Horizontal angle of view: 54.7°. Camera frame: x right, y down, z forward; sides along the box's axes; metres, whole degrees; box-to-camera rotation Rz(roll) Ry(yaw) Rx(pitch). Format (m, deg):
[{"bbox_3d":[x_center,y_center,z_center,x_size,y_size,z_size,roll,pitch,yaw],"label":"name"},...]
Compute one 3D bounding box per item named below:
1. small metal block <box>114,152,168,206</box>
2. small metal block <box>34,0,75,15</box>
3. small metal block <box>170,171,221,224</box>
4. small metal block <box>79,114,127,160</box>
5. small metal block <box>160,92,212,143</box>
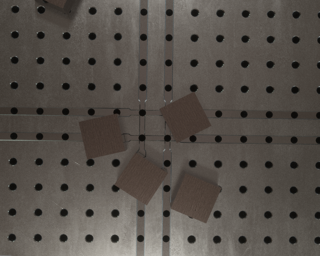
[{"bbox_3d":[-0.024,0.066,0.413,0.050,0.025,0.050,33,90,-1],"label":"small metal block"},{"bbox_3d":[-0.138,-0.187,0.411,0.050,0.025,0.050,24,90,-1],"label":"small metal block"},{"bbox_3d":[0.047,0.091,0.414,0.050,0.025,0.050,23,90,-1],"label":"small metal block"},{"bbox_3d":[-0.075,0.011,0.412,0.050,0.025,0.050,-13,90,-1],"label":"small metal block"},{"bbox_3d":[0.033,-0.014,0.414,0.050,0.025,0.050,-27,90,-1],"label":"small metal block"}]
